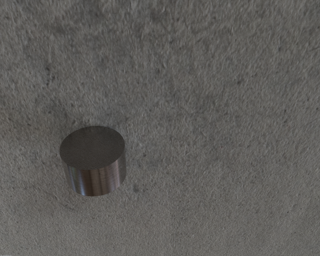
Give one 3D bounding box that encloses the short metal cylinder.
[{"bbox_3d":[-0.085,0.042,0.406,0.081,0.080,0.050,1,130,-1],"label":"short metal cylinder"}]
